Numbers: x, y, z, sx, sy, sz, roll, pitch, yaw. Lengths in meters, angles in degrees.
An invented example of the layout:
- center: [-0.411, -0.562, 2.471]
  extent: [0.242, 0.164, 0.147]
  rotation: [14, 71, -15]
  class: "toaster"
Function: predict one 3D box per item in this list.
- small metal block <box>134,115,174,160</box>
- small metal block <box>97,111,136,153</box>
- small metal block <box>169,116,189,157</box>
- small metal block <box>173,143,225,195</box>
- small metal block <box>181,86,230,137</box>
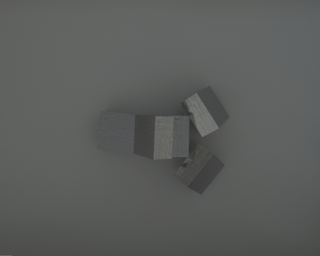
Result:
- center: [-0.009, 0.010, 0.379]
  extent: [0.025, 0.050, 0.050]
  rotation: [1, 93, -32]
  class: "small metal block"
- center: [-0.053, 0.005, 0.408]
  extent: [0.050, 0.025, 0.050]
  rotation: [7, 90, -1]
  class: "small metal block"
- center: [0.022, 0.010, 0.398]
  extent: [0.025, 0.050, 0.050]
  rotation: [1, 90, 0]
  class: "small metal block"
- center: [0.051, 0.053, 0.395]
  extent: [0.025, 0.050, 0.050]
  rotation: [38, 89, 35]
  class: "small metal block"
- center: [0.059, -0.022, 0.395]
  extent: [0.025, 0.050, 0.050]
  rotation: [-32, 91, 32]
  class: "small metal block"
